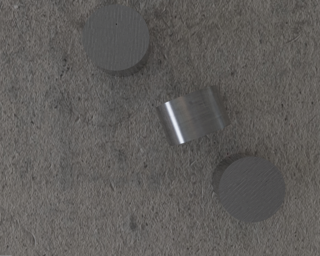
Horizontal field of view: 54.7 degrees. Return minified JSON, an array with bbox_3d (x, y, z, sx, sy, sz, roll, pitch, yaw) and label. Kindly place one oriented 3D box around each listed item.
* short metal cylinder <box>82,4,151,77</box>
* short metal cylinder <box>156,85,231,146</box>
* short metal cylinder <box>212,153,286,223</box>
[{"bbox_3d":[-0.053,-0.109,0.397,0.081,0.050,0.080,0,90,0],"label":"short metal cylinder"},{"bbox_3d":[0.041,-0.015,0.383,0.080,0.080,0.050,-21,90,0],"label":"short metal cylinder"},{"bbox_3d":[0.111,0.074,0.398,0.081,0.050,0.080,0,90,0],"label":"short metal cylinder"}]
